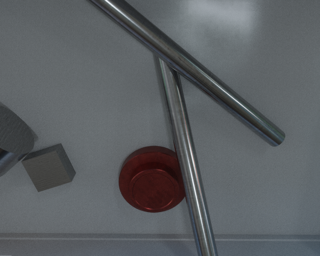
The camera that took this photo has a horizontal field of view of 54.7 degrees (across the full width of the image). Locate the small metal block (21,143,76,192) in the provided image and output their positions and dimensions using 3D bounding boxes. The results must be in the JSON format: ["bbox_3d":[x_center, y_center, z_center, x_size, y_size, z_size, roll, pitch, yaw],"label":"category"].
[{"bbox_3d":[-0.153,0.055,0.429,0.050,0.025,0.050,-18,109,6],"label":"small metal block"}]

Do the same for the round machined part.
[{"bbox_3d":[-0.008,0.078,0.431,0.099,0.042,0.097,0,110,-1],"label":"round machined part"}]

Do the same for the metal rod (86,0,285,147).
[{"bbox_3d":[0.043,-0.065,0.366,0.301,0.025,0.025,34,107,-21],"label":"metal rod"}]

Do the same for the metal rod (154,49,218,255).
[{"bbox_3d":[0.036,0.049,0.386,0.025,0.025,0.298,-12,93,4],"label":"metal rod"}]

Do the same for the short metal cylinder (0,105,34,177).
[{"bbox_3d":[-0.207,0.015,0.385,0.050,0.080,0.080,-39,106,13],"label":"short metal cylinder"}]
